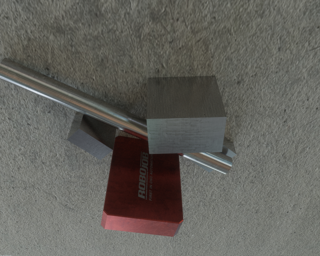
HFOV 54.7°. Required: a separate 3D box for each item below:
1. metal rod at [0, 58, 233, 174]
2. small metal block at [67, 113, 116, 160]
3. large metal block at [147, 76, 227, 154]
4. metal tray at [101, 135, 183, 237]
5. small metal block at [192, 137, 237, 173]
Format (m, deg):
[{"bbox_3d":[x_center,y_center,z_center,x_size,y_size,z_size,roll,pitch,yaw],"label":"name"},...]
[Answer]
[{"bbox_3d":[-0.044,-0.009,0.383,0.302,0.025,0.025,24,126,-13],"label":"metal rod"},{"bbox_3d":[-0.085,0.005,0.394,0.050,0.050,0.025,37,121,-27],"label":"small metal block"},{"bbox_3d":[0.027,-0.017,0.357,0.081,0.080,0.050,-2,130,1],"label":"large metal block"},{"bbox_3d":[-0.021,0.069,0.399,0.091,0.130,0.030,10,129,-8],"label":"metal tray"},{"bbox_3d":[0.070,0.030,0.436,0.050,0.025,0.050,34,122,-26],"label":"small metal block"}]
